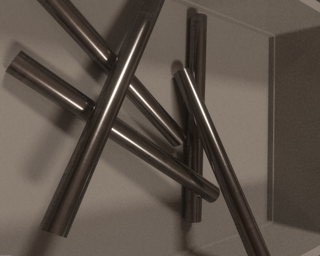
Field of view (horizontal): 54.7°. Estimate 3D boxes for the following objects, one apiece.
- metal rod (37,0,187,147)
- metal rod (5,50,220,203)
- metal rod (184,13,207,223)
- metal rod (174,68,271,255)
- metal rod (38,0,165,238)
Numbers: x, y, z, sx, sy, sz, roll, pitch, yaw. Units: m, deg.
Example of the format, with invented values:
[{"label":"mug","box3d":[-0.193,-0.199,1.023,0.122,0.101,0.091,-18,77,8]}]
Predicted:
[{"label":"metal rod","box3d":[-0.062,-0.080,0.355,0.300,0.025,0.025,47,62,-30]},{"label":"metal rod","box3d":[-0.032,0.015,0.363,0.301,0.025,0.025,36,67,-29]},{"label":"metal rod","box3d":[0.052,-0.015,0.452,0.025,0.025,0.298,3,88,-40]},{"label":"metal rod","box3d":[0.082,0.057,0.398,0.025,0.025,0.299,-7,70,-40]},{"label":"metal rod","box3d":[-0.048,-0.039,0.327,0.025,0.025,0.300,37,60,-34]}]
